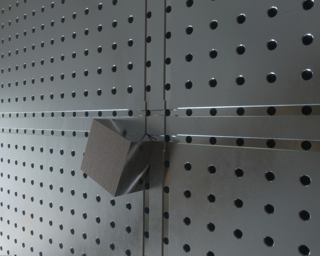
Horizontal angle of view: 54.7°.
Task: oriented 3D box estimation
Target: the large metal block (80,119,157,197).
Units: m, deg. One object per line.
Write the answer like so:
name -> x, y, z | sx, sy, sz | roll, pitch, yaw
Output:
large metal block -> -0.061, 0.039, 0.441 | 0.080, 0.050, 0.079 | 28, 108, 36
